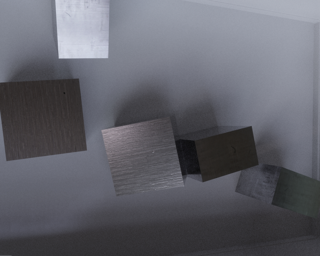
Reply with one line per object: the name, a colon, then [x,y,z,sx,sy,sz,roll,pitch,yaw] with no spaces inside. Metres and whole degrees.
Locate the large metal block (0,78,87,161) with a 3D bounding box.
large metal block: [-0.131,-0.010,0.349,0.081,0.050,0.079,-7,93,-20]

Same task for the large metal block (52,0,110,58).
large metal block: [-0.088,-0.127,0.333,0.050,0.080,0.079,-5,122,-20]

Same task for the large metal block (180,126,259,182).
large metal block: [0.067,0.030,0.408,0.081,0.080,0.050,-13,95,-20]

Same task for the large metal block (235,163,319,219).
large metal block: [0.171,0.086,0.446,0.080,0.080,0.050,20,83,-19]

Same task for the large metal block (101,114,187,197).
large metal block: [-0.016,0.031,0.375,0.080,0.050,0.080,-11,95,10]
